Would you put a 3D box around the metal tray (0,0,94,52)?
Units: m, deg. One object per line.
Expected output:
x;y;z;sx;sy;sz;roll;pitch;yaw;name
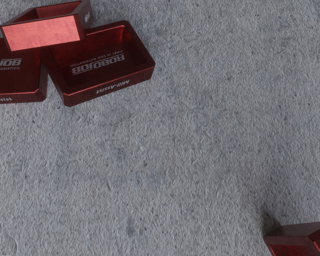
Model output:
-0.141;-0.140;0.410;0.091;0.030;0.130;-9;30;-1;metal tray

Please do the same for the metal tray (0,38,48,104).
-0.227;-0.080;0.433;0.131;0.030;0.090;-3;70;-2;metal tray

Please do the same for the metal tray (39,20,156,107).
-0.084;-0.091;0.422;0.131;0.030;0.090;-23;71;-23;metal tray

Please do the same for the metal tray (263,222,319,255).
0.156;0.141;0.302;0.030;0.130;0.090;-25;72;-9;metal tray
